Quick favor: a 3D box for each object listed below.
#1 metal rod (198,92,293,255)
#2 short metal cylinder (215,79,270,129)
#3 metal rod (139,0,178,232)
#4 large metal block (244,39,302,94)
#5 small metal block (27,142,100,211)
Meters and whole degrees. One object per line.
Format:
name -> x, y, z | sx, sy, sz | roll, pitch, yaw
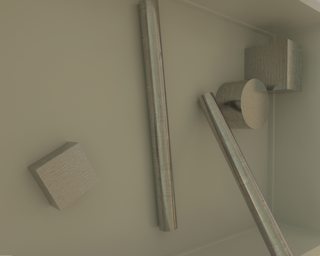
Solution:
metal rod -> 0.123, 0.084, 0.424 | 0.025, 0.025, 0.299 | -7, 66, -40
short metal cylinder -> 0.135, -0.038, 0.507 | 0.081, 0.050, 0.079 | 0, 90, -40
metal rod -> -0.002, -0.013, 0.406 | 0.025, 0.025, 0.298 | -9, 96, -40
large metal block -> 0.195, -0.102, 0.538 | 0.050, 0.080, 0.079 | 1, 89, -40
small metal block -> -0.100, 0.049, 0.324 | 0.050, 0.025, 0.050 | -37, 113, -34
